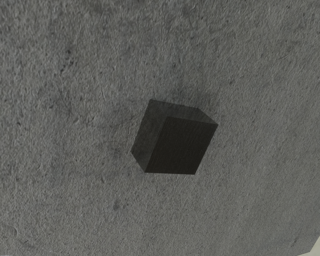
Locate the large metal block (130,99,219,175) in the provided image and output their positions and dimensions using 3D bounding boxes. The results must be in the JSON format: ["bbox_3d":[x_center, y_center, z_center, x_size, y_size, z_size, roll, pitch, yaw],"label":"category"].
[{"bbox_3d":[0.018,0.014,0.412,0.081,0.050,0.079,8,114,-32],"label":"large metal block"}]
